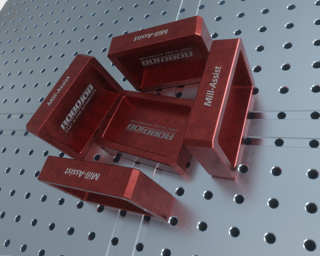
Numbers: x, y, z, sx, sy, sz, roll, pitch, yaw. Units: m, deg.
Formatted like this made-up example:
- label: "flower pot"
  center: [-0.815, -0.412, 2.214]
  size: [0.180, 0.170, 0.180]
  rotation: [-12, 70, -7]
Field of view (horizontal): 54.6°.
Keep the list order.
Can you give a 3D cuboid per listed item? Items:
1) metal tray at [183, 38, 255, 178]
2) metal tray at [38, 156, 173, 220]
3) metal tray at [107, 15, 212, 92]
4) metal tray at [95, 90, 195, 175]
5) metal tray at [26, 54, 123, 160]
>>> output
- label: "metal tray"
  center: [0.071, -0.021, 0.342]
  size: [0.030, 0.090, 0.130]
  rotation: [5, 64, 30]
- label: "metal tray"
  center: [-0.062, 0.069, 0.358]
  size: [0.130, 0.090, 0.030]
  rotation: [4, 64, 30]
- label: "metal tray"
  center: [0.007, -0.094, 0.421]
  size: [0.130, 0.090, 0.030]
  rotation: [-6, 59, 25]
- label: "metal tray"
  center: [-0.014, 0.001, 0.412]
  size: [0.130, 0.030, 0.090]
  rotation: [12, 68, 33]
- label: "metal tray"
  center: [-0.115, -0.028, 0.446]
  size: [0.030, 0.090, 0.130]
  rotation: [20, 72, 36]
